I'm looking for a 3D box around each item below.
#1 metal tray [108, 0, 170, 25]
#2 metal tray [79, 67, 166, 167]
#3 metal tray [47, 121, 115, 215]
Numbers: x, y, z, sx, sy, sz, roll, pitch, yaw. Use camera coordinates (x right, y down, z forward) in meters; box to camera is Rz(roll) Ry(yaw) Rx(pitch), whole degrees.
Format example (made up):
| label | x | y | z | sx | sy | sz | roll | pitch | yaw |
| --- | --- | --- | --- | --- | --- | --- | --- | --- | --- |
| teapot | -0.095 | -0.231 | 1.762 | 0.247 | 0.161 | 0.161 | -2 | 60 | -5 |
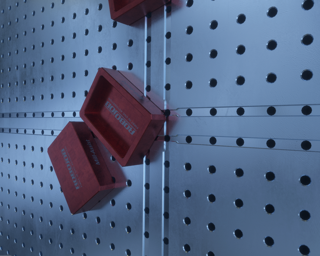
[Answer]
| label | x | y | z | sx | sy | sz | roll | pitch | yaw |
| --- | --- | --- | --- | --- | --- | --- | --- | --- | --- |
| metal tray | -0.036 | -0.224 | 0.433 | 0.090 | 0.030 | 0.129 | -15 | 81 | 38 |
| metal tray | -0.060 | -0.018 | 0.452 | 0.130 | 0.030 | 0.089 | 44 | 116 | 30 |
| metal tray | -0.135 | 0.064 | 0.515 | 0.090 | 0.030 | 0.130 | -43 | 64 | 31 |
